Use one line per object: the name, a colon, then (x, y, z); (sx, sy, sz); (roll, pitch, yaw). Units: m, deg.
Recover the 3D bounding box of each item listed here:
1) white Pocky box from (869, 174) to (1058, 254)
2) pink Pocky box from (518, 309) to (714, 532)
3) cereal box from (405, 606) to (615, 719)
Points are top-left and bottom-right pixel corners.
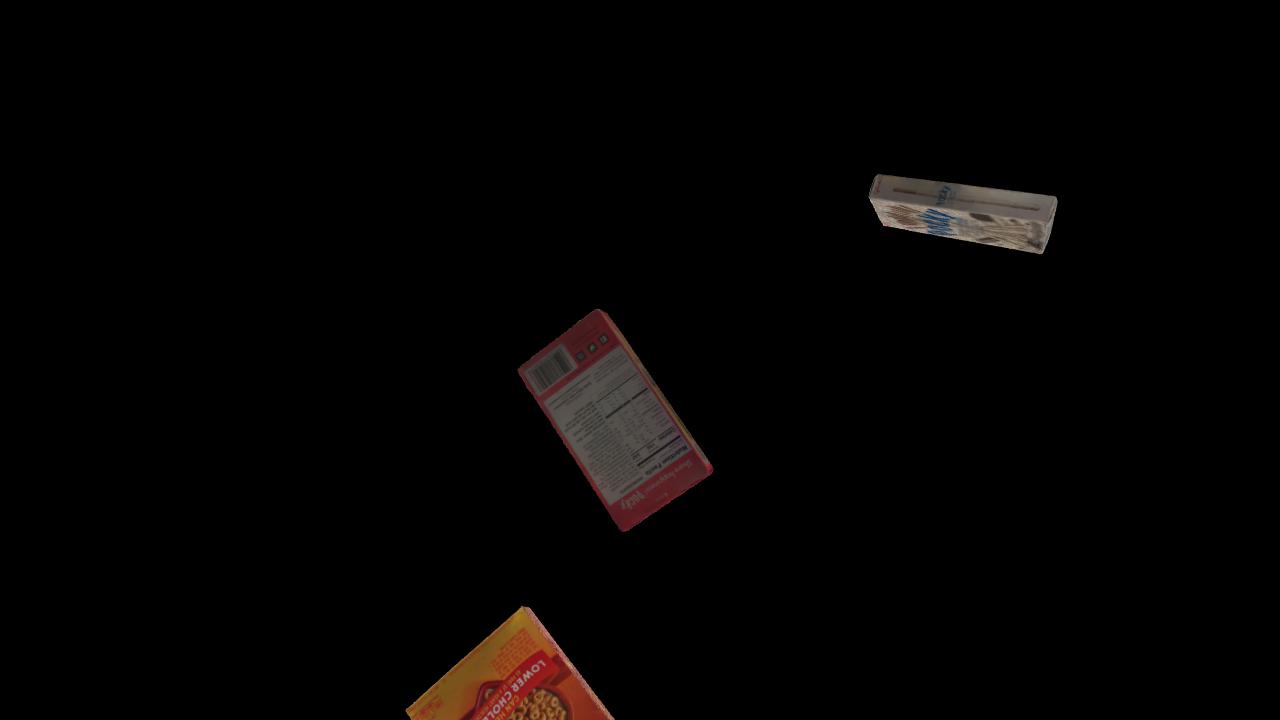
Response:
white Pocky box: (0.305, -0.141, 0.588); (0.154, 0.028, 0.084); (20, 1, 32)
pink Pocky box: (-0.020, 0.046, 0.482); (0.084, 0.155, 0.029); (-37, -11, 9)
cereal box: (-0.143, 0.528, 0.841); (0.203, 0.306, 0.081); (-39, -17, -15)
